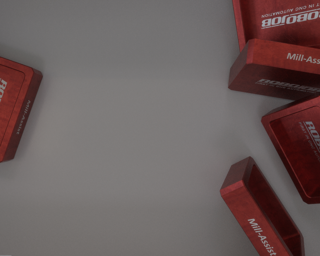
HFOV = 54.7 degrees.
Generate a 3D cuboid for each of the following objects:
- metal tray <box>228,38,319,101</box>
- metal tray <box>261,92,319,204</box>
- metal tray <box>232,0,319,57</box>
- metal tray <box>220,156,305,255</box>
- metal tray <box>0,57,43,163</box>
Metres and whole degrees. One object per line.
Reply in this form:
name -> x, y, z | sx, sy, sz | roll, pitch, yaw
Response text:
metal tray -> 0.159, -0.065, 0.377 | 0.131, 0.090, 0.030 | 9, 78, 0
metal tray -> 0.194, 0.027, 0.379 | 0.030, 0.090, 0.130 | -28, 90, -35
metal tray -> 0.156, -0.131, 0.361 | 0.130, 0.030, 0.089 | 0, 112, 36
metal tray -> 0.128, 0.108, 0.377 | 0.030, 0.090, 0.130 | -33, 90, 26
metal tray -> -0.222, -0.029, 0.406 | 0.090, 0.030, 0.129 | 19, 90, 0
